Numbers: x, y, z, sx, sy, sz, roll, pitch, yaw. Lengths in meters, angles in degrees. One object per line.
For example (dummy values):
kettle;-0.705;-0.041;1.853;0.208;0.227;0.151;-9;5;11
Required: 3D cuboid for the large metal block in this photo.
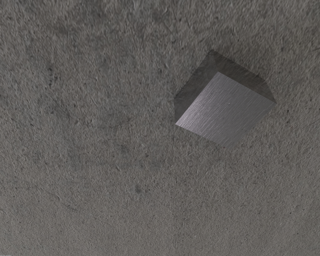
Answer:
large metal block;0.072;-0.031;0.364;0.080;0.050;0.080;24;126;-19
